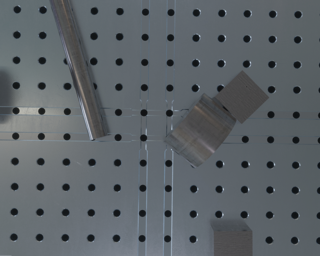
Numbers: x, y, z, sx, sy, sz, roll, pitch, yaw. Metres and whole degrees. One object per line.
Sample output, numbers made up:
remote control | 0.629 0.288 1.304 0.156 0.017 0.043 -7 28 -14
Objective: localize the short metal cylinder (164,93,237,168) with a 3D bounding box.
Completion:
short metal cylinder | 0.049 0.003 0.386 0.050 0.080 0.080 40 90 0

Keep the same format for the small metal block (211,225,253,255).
small metal block | 0.095 0.159 0.414 0.050 0.025 0.050 0 90 0

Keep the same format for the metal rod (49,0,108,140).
metal rod | -0.123 -0.130 0.412 0.025 0.025 0.298 -16 90 0

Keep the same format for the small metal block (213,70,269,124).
small metal block | 0.107 -0.040 0.414 0.050 0.025 0.050 -44 90 0
